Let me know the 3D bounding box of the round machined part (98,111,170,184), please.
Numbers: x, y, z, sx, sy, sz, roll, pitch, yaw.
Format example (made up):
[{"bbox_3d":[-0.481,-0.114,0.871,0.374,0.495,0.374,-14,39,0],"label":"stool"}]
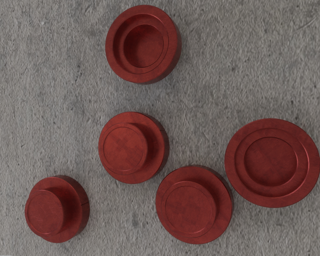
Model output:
[{"bbox_3d":[-0.040,0.026,0.414,0.098,0.042,0.097,0,90,20],"label":"round machined part"}]

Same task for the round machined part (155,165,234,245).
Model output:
[{"bbox_3d":[0.040,0.097,0.386,0.098,0.042,0.097,0,90,20],"label":"round machined part"}]

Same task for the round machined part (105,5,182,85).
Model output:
[{"bbox_3d":[-0.018,-0.105,0.406,0.098,0.042,0.097,0,90,20],"label":"round machined part"}]

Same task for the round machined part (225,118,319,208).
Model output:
[{"bbox_3d":[0.127,0.038,0.355,0.098,0.042,0.097,0,90,20],"label":"round machined part"}]

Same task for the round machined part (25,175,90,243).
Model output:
[{"bbox_3d":[-0.157,0.121,0.455,0.098,0.042,0.097,0,90,20],"label":"round machined part"}]
